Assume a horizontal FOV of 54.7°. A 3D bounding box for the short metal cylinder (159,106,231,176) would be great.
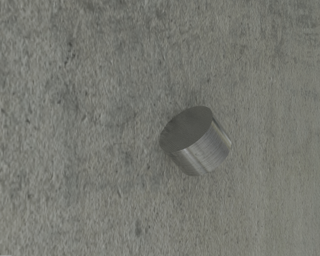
[{"bbox_3d":[0.046,0.017,0.410,0.050,0.080,0.080,50,60,-29],"label":"short metal cylinder"}]
